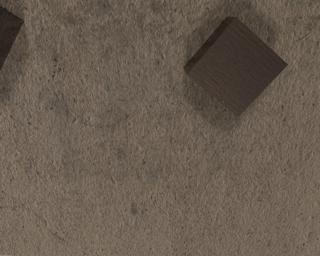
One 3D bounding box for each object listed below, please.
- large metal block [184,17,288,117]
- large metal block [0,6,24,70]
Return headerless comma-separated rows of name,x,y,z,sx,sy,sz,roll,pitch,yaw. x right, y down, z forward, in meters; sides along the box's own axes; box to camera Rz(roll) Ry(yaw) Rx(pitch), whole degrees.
large metal block,0.087,-0.074,0.371,0.080,0.050,0.080,37,106,-13
large metal block,-0.219,-0.110,0.353,0.080,0.050,0.080,31,107,-11
